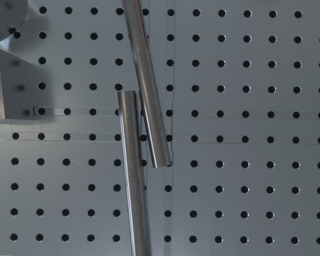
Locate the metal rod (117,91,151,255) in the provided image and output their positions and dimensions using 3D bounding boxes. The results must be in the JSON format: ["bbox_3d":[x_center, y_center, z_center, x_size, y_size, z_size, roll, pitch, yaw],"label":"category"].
[{"bbox_3d":[-0.031,0.100,0.413,0.025,0.025,0.298,-5,90,0],"label":"metal rod"}]

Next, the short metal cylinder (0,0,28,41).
[{"bbox_3d":[-0.214,-0.152,0.384,0.050,0.080,0.080,42,90,0],"label":"short metal cylinder"}]

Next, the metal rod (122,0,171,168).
[{"bbox_3d":[-0.025,-0.096,0.413,0.025,0.025,0.298,-11,90,0],"label":"metal rod"}]

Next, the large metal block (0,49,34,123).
[{"bbox_3d":[-0.201,-0.048,0.384,0.050,0.080,0.080,-6,90,0],"label":"large metal block"}]
